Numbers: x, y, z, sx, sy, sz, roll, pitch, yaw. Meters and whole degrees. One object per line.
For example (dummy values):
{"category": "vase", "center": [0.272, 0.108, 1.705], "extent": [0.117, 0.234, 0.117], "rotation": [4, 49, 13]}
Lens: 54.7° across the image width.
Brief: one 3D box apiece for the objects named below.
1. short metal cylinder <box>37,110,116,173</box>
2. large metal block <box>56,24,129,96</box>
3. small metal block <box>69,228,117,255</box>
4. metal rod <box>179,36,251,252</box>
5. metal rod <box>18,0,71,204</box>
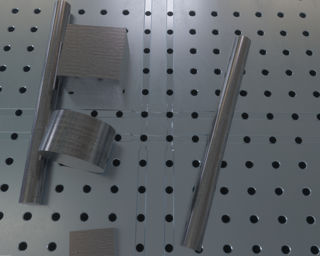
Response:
{"category": "short metal cylinder", "center": [-0.099, 0.018, 0.375], "extent": [0.080, 0.080, 0.050], "rotation": [13, 71, 4]}
{"category": "large metal block", "center": [-0.090, -0.094, 0.432], "extent": [0.080, 0.050, 0.080], "rotation": [4, 70, 1]}
{"category": "small metal block", "center": [-0.076, 0.144, 0.359], "extent": [0.050, 0.025, 0.050], "rotation": [-4, 70, -2]}
{"category": "metal rod", "center": [0.079, 0.006, 0.410], "extent": [0.025, 0.025, 0.299], "rotation": [16, 71, 6]}
{"category": "metal rod", "center": [-0.154, -0.048, 0.428], "extent": [0.025, 0.025, 0.299], "rotation": [2, 70, 0]}
